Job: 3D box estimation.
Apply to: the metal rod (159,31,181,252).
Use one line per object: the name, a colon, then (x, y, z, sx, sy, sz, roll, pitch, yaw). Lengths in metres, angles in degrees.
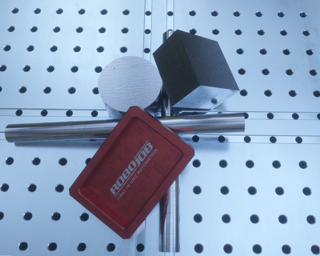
metal rod: (0.014, 0.003, 0.410, 0.025, 0.025, 0.299, 1, 70, 0)

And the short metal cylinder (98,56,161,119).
short metal cylinder: (-0.038, -0.049, 0.415, 0.081, 0.050, 0.080, 0, 70, 0)

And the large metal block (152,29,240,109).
large metal block: (0.047, -0.073, 0.404, 0.081, 0.050, 0.080, -1, 64, -43)

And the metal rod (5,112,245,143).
metal rod: (-0.048, 0.000, 0.394, 0.302, 0.025, 0.025, -3, 70, 6)

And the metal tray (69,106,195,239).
metal tray: (-0.032, 0.050, 0.363, 0.090, 0.030, 0.130, 38, 95, 6)
